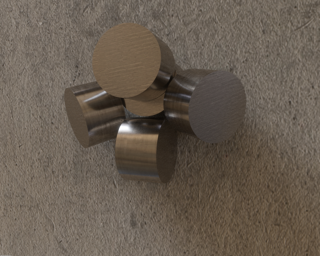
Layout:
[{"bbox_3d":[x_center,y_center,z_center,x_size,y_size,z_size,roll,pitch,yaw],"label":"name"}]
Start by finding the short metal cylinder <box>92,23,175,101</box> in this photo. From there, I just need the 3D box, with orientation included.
[{"bbox_3d":[-0.028,-0.072,0.352,0.080,0.050,0.079,0,90,19],"label":"short metal cylinder"}]

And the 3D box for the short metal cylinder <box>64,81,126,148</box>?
[{"bbox_3d":[-0.086,-0.019,0.405,0.080,0.050,0.079,39,139,45],"label":"short metal cylinder"}]

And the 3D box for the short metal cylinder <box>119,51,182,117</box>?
[{"bbox_3d":[-0.009,-0.054,0.399,0.080,0.050,0.079,0,90,19],"label":"short metal cylinder"}]

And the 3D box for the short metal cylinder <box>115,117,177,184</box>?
[{"bbox_3d":[-0.014,0.026,0.384,0.050,0.080,0.079,2,91,20],"label":"short metal cylinder"}]

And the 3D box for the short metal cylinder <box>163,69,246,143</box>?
[{"bbox_3d":[0.051,-0.027,0.356,0.050,0.081,0.079,22,99,57],"label":"short metal cylinder"}]
